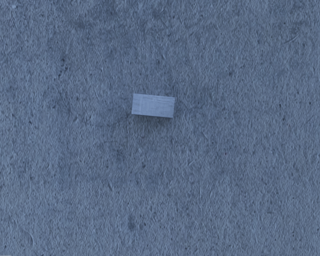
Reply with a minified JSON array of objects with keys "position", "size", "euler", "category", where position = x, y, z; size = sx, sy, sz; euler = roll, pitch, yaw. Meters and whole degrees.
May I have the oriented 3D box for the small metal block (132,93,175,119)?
[{"position":[-0.008,-0.027,0.398],"size":[0.050,0.050,0.025],"euler":[5,90,-1],"category":"small metal block"}]
